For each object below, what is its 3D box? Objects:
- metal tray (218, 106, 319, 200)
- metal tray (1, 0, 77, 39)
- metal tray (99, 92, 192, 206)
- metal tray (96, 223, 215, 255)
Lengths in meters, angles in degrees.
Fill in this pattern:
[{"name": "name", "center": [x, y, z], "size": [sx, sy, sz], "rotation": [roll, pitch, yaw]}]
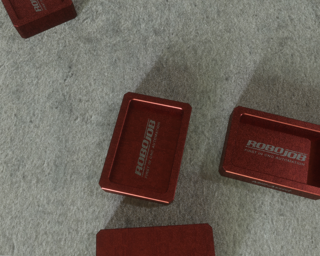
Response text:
[{"name": "metal tray", "center": [0.149, 0.031, 0.395], "size": [0.131, 0.030, 0.090], "rotation": [14, 70, 4]}, {"name": "metal tray", "center": [-0.198, -0.210, 0.479], "size": [0.090, 0.030, 0.130], "rotation": [-28, 73, -10]}, {"name": "metal tray", "center": [-0.015, 0.024, 0.396], "size": [0.090, 0.030, 0.130], "rotation": [12, 70, 4]}, {"name": "metal tray", "center": [-0.004, 0.158, 0.348], "size": [0.131, 0.030, 0.090], "rotation": [-3, 70, -2]}]
